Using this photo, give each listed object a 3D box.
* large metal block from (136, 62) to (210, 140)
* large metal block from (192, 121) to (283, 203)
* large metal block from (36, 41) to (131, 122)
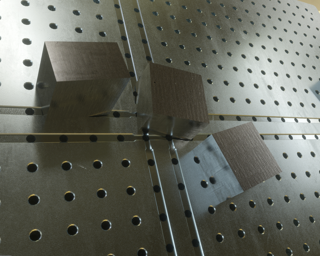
[{"bbox_3d":[0.015,-0.035,0.423,0.081,0.050,0.080,9,58,-24],"label":"large metal block"},{"bbox_3d":[0.105,0.045,0.423,0.081,0.050,0.080,-15,70,-34],"label":"large metal block"},{"bbox_3d":[-0.091,-0.053,0.357,0.081,0.080,0.050,-9,67,-32],"label":"large metal block"}]
